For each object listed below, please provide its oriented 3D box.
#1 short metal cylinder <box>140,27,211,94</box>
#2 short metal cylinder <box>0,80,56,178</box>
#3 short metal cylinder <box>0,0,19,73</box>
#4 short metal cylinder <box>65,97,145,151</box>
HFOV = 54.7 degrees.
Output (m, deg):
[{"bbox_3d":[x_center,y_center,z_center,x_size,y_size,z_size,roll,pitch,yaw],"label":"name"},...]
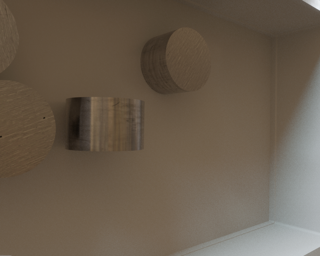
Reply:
[{"bbox_3d":[0.022,-0.086,0.408,0.081,0.050,0.080,0,90,-40],"label":"short metal cylinder"},{"bbox_3d":[-0.141,0.001,0.272,0.081,0.050,0.080,0,90,-40],"label":"short metal cylinder"},{"bbox_3d":[-0.165,-0.075,0.252,0.081,0.050,0.080,0,90,-40],"label":"short metal cylinder"},{"bbox_3d":[-0.057,-0.003,0.323,0.081,0.080,0.050,1,90,-40],"label":"short metal cylinder"}]
